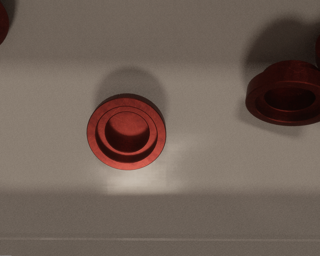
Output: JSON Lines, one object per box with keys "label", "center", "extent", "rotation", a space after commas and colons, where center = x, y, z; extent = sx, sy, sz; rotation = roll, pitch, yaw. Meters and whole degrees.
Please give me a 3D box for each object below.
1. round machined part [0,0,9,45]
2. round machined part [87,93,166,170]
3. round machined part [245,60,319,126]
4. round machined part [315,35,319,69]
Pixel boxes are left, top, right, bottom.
{"label": "round machined part", "center": [-0.222, -0.123, 0.334], "extent": [0.098, 0.098, 0.042], "rotation": [-40, 67, 13]}
{"label": "round machined part", "center": [-0.042, 0.002, 0.402], "extent": [0.099, 0.042, 0.097], "rotation": [0, 110, -1]}
{"label": "round machined part", "center": [0.155, -0.044, 0.370], "extent": [0.099, 0.098, 0.042], "rotation": [18, 65, -7]}
{"label": "round machined part", "center": [0.232, -0.083, 0.352], "extent": [0.098, 0.098, 0.042], "rotation": [-24, 137, 8]}
